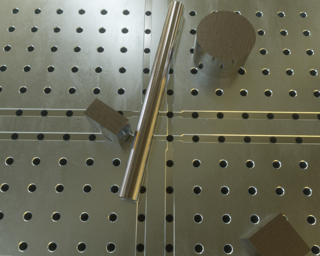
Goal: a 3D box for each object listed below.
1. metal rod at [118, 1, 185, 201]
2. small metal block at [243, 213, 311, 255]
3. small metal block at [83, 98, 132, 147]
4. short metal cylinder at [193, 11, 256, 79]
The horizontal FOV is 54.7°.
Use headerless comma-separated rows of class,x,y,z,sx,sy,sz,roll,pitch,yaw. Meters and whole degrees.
metal rod,-0.007,-0.050,0.429,0.025,0.025,0.299,12,70,4
small metal block,0.136,0.136,0.363,0.050,0.025,0.050,-33,74,-12
small metal block,-0.066,-0.006,0.400,0.050,0.050,0.025,33,74,11
short metal cylinder,0.089,-0.118,0.442,0.081,0.050,0.080,0,70,0
